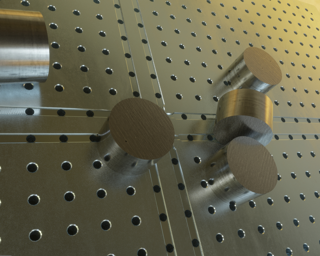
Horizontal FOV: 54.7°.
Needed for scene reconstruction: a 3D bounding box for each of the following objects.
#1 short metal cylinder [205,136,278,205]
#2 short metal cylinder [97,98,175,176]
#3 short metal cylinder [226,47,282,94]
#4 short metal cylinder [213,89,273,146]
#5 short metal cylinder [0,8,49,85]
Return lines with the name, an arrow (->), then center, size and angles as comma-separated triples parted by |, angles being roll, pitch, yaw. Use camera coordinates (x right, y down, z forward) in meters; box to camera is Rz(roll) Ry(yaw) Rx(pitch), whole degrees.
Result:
short metal cylinder -> 0.109, 0.058, 0.418 | 0.081, 0.050, 0.080 | 14, 56, -21
short metal cylinder -> -0.030, 0.011, 0.371 | 0.081, 0.050, 0.080 | 14, 56, -21
short metal cylinder -> 0.163, -0.094, 0.540 | 0.081, 0.050, 0.080 | 14, 56, -21
short metal cylinder -> 0.121, -0.011, 0.447 | 0.080, 0.080, 0.050 | 26, 53, -13
short metal cylinder -> -0.159, -0.089, 0.342 | 0.050, 0.080, 0.080 | -8, 66, -32
